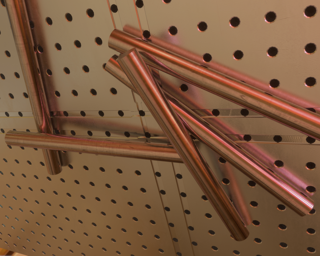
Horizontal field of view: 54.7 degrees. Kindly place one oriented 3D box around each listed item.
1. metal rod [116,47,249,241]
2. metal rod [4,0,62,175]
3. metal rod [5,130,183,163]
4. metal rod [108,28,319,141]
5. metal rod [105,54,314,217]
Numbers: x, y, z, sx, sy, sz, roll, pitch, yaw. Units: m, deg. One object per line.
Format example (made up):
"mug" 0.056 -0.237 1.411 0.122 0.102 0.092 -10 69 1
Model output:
"metal rod" 0.040 0.037 0.386 0.025 0.025 0.299 -17 118 34
"metal rod" -0.189 -0.051 0.476 0.025 0.025 0.298 13 124 21
"metal rod" -0.101 0.026 0.458 0.301 0.025 0.025 4 120 18
"metal rod" 0.077 -0.043 0.342 0.301 0.025 0.025 26 127 11
"metal rod" 0.058 0.007 0.383 0.300 0.025 0.025 37 129 3
